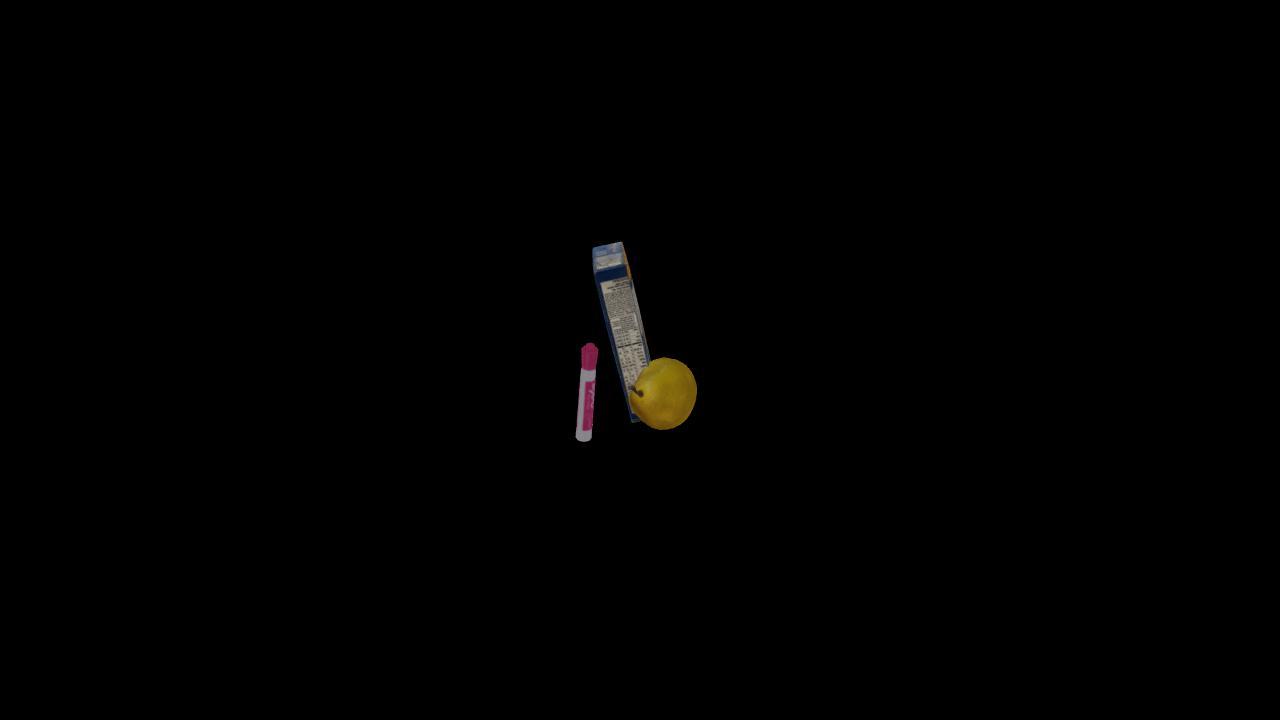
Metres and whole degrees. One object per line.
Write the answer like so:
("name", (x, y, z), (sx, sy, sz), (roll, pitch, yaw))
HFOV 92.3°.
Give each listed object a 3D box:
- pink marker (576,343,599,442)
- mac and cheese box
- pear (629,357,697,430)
("pink marker", (-0.060, 0.037, 0.692), (0.020, 0.121, 0.020), (5, 26, -3))
("mac and cheese box", (-0.015, -0.032, 0.699), (0.041, 0.184, 0.093), (-13, 26, 0))
("pear", (0.017, 0.040, 0.663), (0.080, 0.080, 0.111), (0, 8, 26))
